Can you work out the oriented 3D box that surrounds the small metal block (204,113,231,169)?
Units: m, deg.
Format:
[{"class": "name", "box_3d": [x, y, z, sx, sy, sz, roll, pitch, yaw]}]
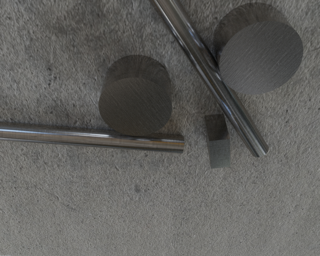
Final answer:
[{"class": "small metal block", "box_3d": [0.075, 0.017, 0.406, 0.025, 0.050, 0.050, -7, 130, 6]}]

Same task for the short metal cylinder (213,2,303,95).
[{"class": "short metal cylinder", "box_3d": [0.099, -0.082, 0.322, 0.081, 0.050, 0.079, 0, 130, 0]}]

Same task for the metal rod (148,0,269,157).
[{"class": "metal rod", "box_3d": [0.057, -0.064, 0.353, 0.025, 0.025, 0.300, -27, 126, 21]}]

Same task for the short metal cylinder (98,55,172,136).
[{"class": "short metal cylinder", "box_3d": [-0.027, -0.037, 0.359, 0.081, 0.050, 0.079, 0, 130, 0]}]

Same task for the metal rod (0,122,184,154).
[{"class": "metal rod", "box_3d": [-0.119, 0.011, 0.415, 0.302, 0.025, 0.025, 5, 130, -4]}]
